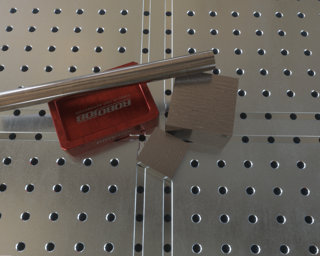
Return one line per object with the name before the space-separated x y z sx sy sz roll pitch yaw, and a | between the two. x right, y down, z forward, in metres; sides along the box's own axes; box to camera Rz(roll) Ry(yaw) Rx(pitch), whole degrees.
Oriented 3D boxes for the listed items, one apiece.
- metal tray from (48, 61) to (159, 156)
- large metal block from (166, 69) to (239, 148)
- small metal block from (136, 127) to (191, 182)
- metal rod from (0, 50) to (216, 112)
metal tray | -0.076 -0.027 0.418 0.131 0.030 0.090 -20 71 -8
large metal block | 0.054 -0.025 0.408 0.080 0.050 0.080 10 70 3
small metal block | 0.004 0.034 0.399 0.050 0.025 0.050 28 72 9
metal rod | -0.082 -0.056 0.390 0.302 0.025 0.025 -11 71 2
